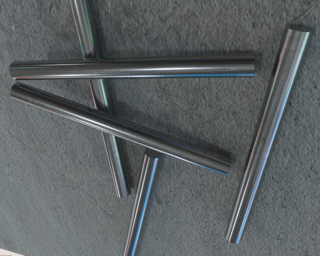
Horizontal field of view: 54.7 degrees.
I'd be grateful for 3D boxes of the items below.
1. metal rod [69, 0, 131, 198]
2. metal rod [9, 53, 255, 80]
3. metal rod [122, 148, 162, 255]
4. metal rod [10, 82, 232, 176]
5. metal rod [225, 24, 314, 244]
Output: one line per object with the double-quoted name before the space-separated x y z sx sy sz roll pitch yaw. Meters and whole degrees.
"metal rod" -0.077 -0.025 0.431 0.025 0.025 0.298 7 122 25
"metal rod" -0.046 -0.070 0.362 0.301 0.025 0.025 2 120 18
"metal rod" -0.037 0.151 0.519 0.025 0.025 0.298 24 127 14
"metal rod" -0.055 -0.001 0.407 0.301 0.025 0.025 20 127 6
"metal rod" 0.117 0.032 0.365 0.025 0.025 0.298 17 125 18
